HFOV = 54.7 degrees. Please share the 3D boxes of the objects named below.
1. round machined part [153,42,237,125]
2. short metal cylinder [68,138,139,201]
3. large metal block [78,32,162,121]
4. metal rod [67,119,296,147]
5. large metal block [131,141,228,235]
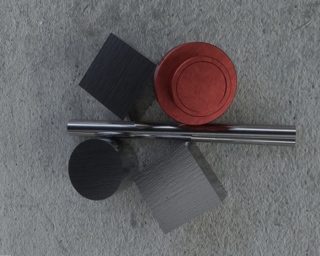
[{"bbox_3d":[0.043,-0.050,0.360,0.099,0.042,0.097,-2,105,-8],"label":"round machined part"},{"bbox_3d":[-0.076,0.054,0.422,0.080,0.050,0.079,0,90,19],"label":"short metal cylinder"},{"bbox_3d":[-0.045,-0.065,0.409,0.080,0.050,0.080,38,102,15],"label":"large metal block"},{"bbox_3d":[0.013,0.004,0.406,0.301,0.025,0.025,2,91,19],"label":"metal rod"},{"bbox_3d":[0.025,0.072,0.387,0.080,0.050,0.080,-35,79,16],"label":"large metal block"}]
